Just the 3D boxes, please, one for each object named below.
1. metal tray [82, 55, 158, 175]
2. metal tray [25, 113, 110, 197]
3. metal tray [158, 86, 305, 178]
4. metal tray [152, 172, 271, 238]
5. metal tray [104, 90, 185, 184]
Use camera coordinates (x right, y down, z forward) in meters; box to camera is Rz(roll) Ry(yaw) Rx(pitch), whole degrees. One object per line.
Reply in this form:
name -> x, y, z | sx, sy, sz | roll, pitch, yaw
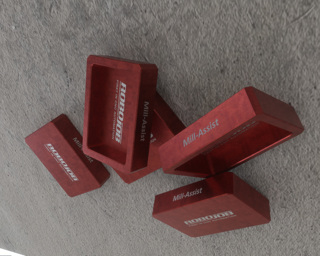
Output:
metal tray -> -0.053, -0.019, 0.380 | 0.090, 0.030, 0.129 | 18, 109, 35
metal tray -> -0.154, 0.049, 0.516 | 0.090, 0.030, 0.130 | -25, 105, 36
metal tray -> 0.073, 0.013, 0.334 | 0.129, 0.091, 0.030 | -37, 54, 36
metal tray -> 0.066, 0.107, 0.412 | 0.130, 0.030, 0.090 | -27, 129, 37
metal tray -> -0.028, 0.017, 0.429 | 0.130, 0.030, 0.090 | -32, 101, 38
